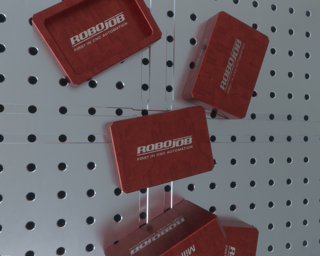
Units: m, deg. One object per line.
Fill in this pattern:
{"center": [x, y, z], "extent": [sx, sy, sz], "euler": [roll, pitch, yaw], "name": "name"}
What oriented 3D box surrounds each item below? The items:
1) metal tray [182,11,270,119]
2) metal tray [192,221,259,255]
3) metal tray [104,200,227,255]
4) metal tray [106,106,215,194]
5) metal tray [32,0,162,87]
{"center": [0.096, -0.087, 0.445], "extent": [0.090, 0.030, 0.130], "euler": [22, 83, -19], "name": "metal tray"}
{"center": [0.087, 0.201, 0.442], "extent": [0.091, 0.030, 0.129], "euler": [10, 87, -20], "name": "metal tray"}
{"center": [0.003, 0.143, 0.379], "extent": [0.131, 0.090, 0.030], "euler": [-28, 99, -18], "name": "metal tray"}
{"center": [0.002, 0.025, 0.410], "extent": [0.131, 0.030, 0.090], "euler": [-12, 94, -20], "name": "metal tray"}
{"center": [-0.074, -0.120, 0.382], "extent": [0.131, 0.030, 0.090], "euler": [-34, 101, -17], "name": "metal tray"}
